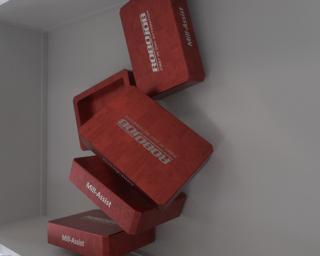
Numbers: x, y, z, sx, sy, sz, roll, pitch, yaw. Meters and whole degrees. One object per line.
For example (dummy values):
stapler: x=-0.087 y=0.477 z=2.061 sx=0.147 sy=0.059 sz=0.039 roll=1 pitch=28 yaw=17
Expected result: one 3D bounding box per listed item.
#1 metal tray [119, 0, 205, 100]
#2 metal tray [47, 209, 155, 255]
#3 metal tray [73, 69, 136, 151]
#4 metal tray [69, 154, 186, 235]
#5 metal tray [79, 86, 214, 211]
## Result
metal tray: x=-0.001 y=-0.108 z=0.390 sx=0.090 sy=0.030 sz=0.129 roll=-18 pitch=84 yaw=45
metal tray: x=-0.083 y=0.144 z=0.433 sx=0.130 sy=0.091 sz=0.030 roll=-4 pitch=88 yaw=40
metal tray: x=-0.076 y=-0.023 z=0.465 sx=0.130 sy=0.030 sz=0.090 roll=-19 pitch=78 yaw=38
metal tray: x=-0.043 y=0.076 z=0.399 sx=0.130 sy=0.091 sz=0.030 roll=29 pitch=110 yaw=36
metal tray: x=-0.017 y=0.019 z=0.360 sx=0.130 sy=0.090 sz=0.030 roll=39 pitch=157 yaw=16
